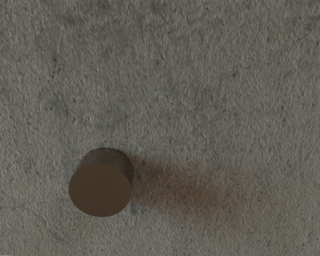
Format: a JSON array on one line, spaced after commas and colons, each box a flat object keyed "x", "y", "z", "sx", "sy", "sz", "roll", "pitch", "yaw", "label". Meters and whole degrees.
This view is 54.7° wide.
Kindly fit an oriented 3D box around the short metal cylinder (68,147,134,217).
[{"x": -0.078, "y": 0.073, "z": 0.422, "sx": 0.081, "sy": 0.050, "sz": 0.079, "roll": 0, "pitch": 110, "yaw": -1, "label": "short metal cylinder"}]
